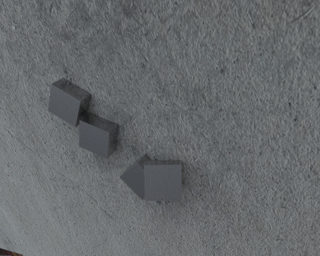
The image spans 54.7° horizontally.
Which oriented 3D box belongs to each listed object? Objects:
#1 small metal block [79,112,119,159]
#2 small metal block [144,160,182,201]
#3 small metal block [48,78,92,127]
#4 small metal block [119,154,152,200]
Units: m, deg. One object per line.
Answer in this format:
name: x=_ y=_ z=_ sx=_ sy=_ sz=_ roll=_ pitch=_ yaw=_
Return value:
small metal block: x=-0.092 y=0.011 z=0.462 sx=0.050 sy=0.025 sz=0.050 roll=22 pitch=127 yaw=14
small metal block: x=0.005 y=0.072 z=0.428 sx=0.050 sy=0.025 sz=0.050 roll=-1 pitch=99 yaw=2
small metal block: x=-0.133 y=-0.037 z=0.454 sx=0.050 sy=0.025 sz=0.050 roll=30 pitch=128 yaw=9
small metal block: x=-0.024 y=0.074 z=0.466 sx=0.050 sy=0.025 sz=0.050 roll=47 pitch=129 yaw=-5
